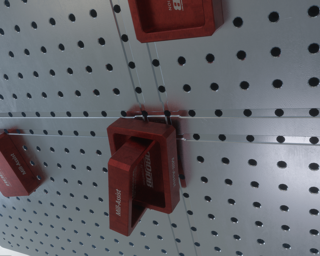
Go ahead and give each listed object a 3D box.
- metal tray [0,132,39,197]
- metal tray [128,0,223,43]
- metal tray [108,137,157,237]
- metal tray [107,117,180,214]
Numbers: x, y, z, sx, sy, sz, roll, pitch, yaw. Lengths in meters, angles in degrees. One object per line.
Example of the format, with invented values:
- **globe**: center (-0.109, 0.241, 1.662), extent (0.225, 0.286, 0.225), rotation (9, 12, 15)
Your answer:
- **metal tray**: center (-0.310, 0.077, 0.620), extent (0.090, 0.030, 0.130), rotation (-11, 113, 33)
- **metal tray**: center (0.008, -0.156, 0.307), extent (0.090, 0.030, 0.129), rotation (2, 120, 27)
- **metal tray**: center (-0.035, 0.075, 0.434), extent (0.030, 0.090, 0.129), rotation (17, 125, 18)
- **metal tray**: center (-0.022, 0.054, 0.441), extent (0.090, 0.030, 0.129), rotation (9, 120, 25)
